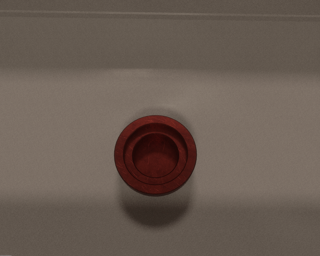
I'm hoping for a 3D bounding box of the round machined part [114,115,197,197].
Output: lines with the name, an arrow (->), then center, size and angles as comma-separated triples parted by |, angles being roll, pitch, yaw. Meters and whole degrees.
round machined part -> -0.005, 0.037, 0.387 | 0.099, 0.042, 0.098 | 0, 70, -1
